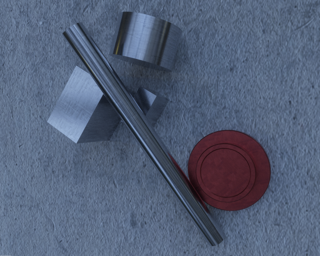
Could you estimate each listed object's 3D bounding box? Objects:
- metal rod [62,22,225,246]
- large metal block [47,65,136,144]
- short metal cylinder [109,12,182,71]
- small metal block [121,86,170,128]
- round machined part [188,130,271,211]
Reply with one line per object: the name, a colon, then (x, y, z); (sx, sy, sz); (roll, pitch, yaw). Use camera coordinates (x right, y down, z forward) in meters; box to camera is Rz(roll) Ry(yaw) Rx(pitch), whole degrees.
metal rod: (-0.012, 0.016, 0.359); (0.025, 0.025, 0.299); (-31, 101, 17)
large metal block: (-0.087, -0.028, 0.409); (0.050, 0.080, 0.080); (34, 101, 16)
short metal cylinder: (-0.018, -0.105, 0.385); (0.080, 0.080, 0.050); (17, 96, 19)
small metal block: (-0.018, -0.024, 0.401); (0.025, 0.050, 0.050); (33, 100, 17)
round machined part: (0.081, 0.051, 0.371); (0.098, 0.042, 0.097); (0, 90, 19)
